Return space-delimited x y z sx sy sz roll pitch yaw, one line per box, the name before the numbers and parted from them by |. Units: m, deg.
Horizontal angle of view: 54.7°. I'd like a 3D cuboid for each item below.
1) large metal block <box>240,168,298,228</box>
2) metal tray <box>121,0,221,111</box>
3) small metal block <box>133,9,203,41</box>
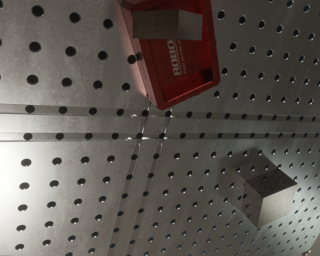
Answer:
large metal block | 0.208 0.134 0.595 0.081 0.050 0.079 -15 125 -20
metal tray | 0.018 -0.094 0.360 0.091 0.030 0.129 -26 128 -13
small metal block | 0.008 -0.101 0.307 0.050 0.050 0.025 -21 117 -56
